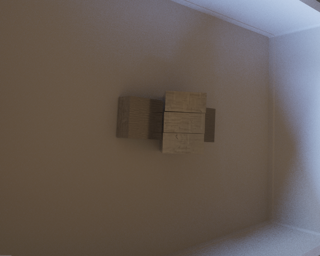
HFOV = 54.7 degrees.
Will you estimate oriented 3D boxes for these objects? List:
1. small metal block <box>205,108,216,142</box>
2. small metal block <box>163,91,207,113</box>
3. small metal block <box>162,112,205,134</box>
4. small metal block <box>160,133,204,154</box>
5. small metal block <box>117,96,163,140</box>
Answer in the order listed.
[{"bbox_3d":[0.054,-0.005,0.453,0.050,0.025,0.050,4,88,-40],"label":"small metal block"},{"bbox_3d":[0.030,-0.031,0.402,0.050,0.050,0.025,3,88,-4],"label":"small metal block"},{"bbox_3d":[0.028,-0.006,0.401,0.050,0.050,0.025,2,88,-4],"label":"small metal block"},{"bbox_3d":[0.027,0.020,0.400,0.050,0.050,0.025,2,88,-4],"label":"small metal block"},{"bbox_3d":[-0.025,-0.012,0.386,0.050,0.025,0.050,5,87,-40],"label":"small metal block"}]
